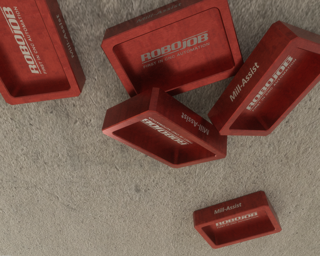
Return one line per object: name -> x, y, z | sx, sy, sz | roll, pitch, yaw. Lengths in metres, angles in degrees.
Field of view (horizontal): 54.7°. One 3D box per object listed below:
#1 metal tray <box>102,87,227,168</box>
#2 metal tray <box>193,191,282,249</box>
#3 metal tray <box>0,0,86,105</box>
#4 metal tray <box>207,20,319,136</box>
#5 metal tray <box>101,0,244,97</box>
metal tray -> 0.008, 0.007, 0.376 | 0.090, 0.030, 0.131 | -20, 141, 42
metal tray -> 0.135, 0.165, 0.545 | 0.130, 0.030, 0.090 | -23, 127, 18
metal tray -> -0.143, -0.089, 0.326 | 0.090, 0.030, 0.129 | -7, 130, 6
metal tray -> 0.123, -0.046, 0.343 | 0.091, 0.030, 0.129 | 2, 135, -34
metal tray -> 0.016, -0.082, 0.333 | 0.130, 0.030, 0.090 | -17, 128, 14
